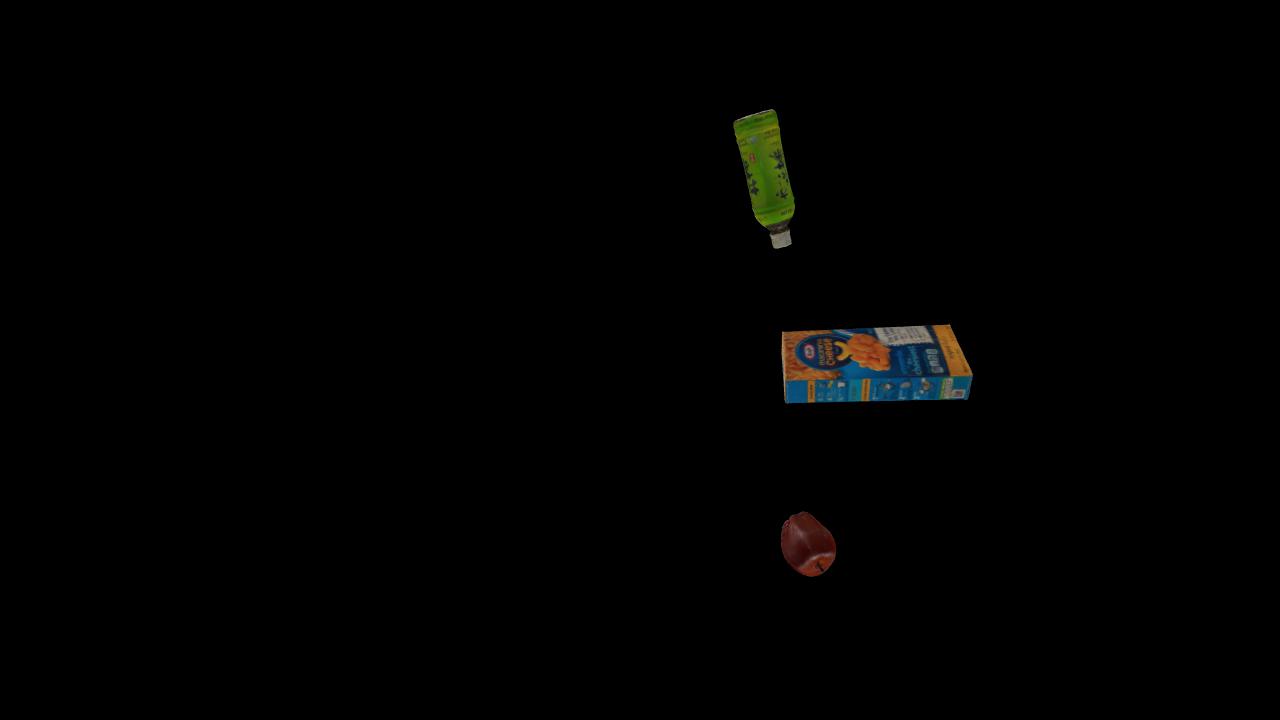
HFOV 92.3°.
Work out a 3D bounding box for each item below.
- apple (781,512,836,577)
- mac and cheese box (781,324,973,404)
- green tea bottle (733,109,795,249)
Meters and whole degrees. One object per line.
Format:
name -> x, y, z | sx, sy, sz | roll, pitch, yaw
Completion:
apple -> 0.252, 0.278, 0.924 | 0.079, 0.079, 0.093 | 0, 39, -18
mac and cheese box -> 0.251, 0.004, 0.676 | 0.184, 0.041, 0.093 | -2, 39, 12
green tea bottle -> 0.207, -0.285, 0.985 | 0.073, 0.212, 0.073 | -17, 16, 5
